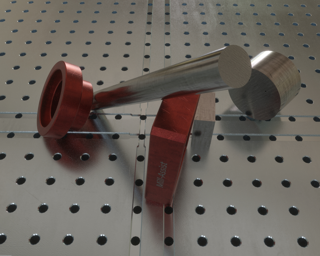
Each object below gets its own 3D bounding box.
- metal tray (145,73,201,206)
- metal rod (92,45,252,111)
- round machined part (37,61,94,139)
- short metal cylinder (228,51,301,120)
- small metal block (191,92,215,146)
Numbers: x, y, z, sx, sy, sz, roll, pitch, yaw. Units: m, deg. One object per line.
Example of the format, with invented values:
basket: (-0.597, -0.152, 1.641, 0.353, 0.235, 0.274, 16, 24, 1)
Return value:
metal tray: (0.014, 0.013, 0.328, 0.030, 0.129, 0.090, 15, 52, 6)
metal rod: (-0.027, -0.036, 0.310, 0.025, 0.025, 0.299, -32, 15, -24)
round machined part: (-0.120, -0.033, 0.399, 0.042, 0.097, 0.098, 15, 41, -35)
short metal cylinder: (0.141, -0.057, 0.422, 0.050, 0.080, 0.080, -37, 60, -27)
small metal block: (0.056, -0.012, 0.402, 0.025, 0.050, 0.050, 5, 50, 4)
